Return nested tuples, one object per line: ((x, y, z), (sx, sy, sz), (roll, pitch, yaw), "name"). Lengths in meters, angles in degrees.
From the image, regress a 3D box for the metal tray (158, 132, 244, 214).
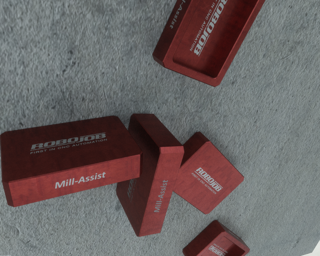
((0.067, 0.075, 0.486), (0.090, 0.030, 0.130), (-45, 129, 3), "metal tray")

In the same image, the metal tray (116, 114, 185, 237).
((-0.018, 0.058, 0.390), (0.030, 0.090, 0.129), (-1, 119, -28), "metal tray")

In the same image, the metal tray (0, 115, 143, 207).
((-0.094, 0.028, 0.330), (0.131, 0.090, 0.030), (-10, 123, -23), "metal tray")

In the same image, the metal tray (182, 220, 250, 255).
((0.115, 0.244, 0.617), (0.090, 0.030, 0.130), (-44, 129, 2), "metal tray")

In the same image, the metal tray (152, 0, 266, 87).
((0.059, -0.121, 0.360), (0.091, 0.030, 0.129), (14, 111, -34), "metal tray")
